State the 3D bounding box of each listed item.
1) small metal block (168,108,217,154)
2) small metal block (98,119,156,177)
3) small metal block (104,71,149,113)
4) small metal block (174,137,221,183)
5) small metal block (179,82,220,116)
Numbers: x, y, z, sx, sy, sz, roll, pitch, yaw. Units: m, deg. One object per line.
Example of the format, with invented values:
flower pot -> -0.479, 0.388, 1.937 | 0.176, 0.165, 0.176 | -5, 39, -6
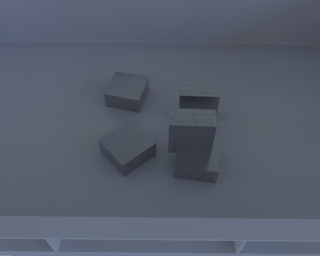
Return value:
small metal block -> 0.035, 0.004, 0.353 | 0.050, 0.050, 0.025 | 2, 50, 1
small metal block -> -0.040, 0.024, 0.384 | 0.050, 0.025, 0.050 | -33, 58, -25
small metal block -> -0.047, -0.053, 0.449 | 0.050, 0.025, 0.050 | 11, 51, 9
small metal block -> 0.045, 0.036, 0.376 | 0.050, 0.025, 0.050 | 7, 50, 5
small metal block -> 0.051, -0.034, 0.418 | 0.050, 0.050, 0.025 | 2, 50, 1
